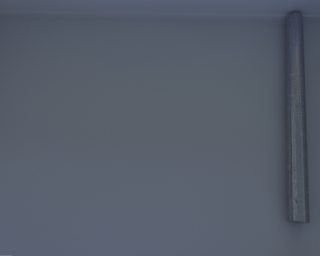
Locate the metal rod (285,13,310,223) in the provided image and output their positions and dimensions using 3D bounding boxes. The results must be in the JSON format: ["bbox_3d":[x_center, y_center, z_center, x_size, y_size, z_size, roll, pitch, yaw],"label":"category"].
[{"bbox_3d":[0.185,-0.027,0.420,0.025,0.025,0.299,7,70,2],"label":"metal rod"}]
